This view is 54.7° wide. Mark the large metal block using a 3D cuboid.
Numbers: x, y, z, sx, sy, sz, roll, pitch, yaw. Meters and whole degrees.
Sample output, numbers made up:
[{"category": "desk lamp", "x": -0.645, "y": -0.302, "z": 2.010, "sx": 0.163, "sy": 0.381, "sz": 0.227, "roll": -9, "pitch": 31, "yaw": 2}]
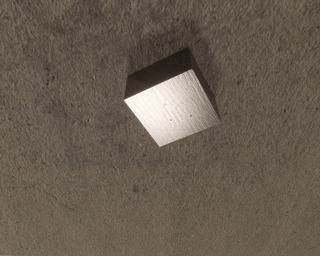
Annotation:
[{"category": "large metal block", "x": 0.016, "y": -0.034, "z": 0.362, "sx": 0.080, "sy": 0.050, "sz": 0.080, "roll": -23, "pitch": 127, "yaw": 17}]
